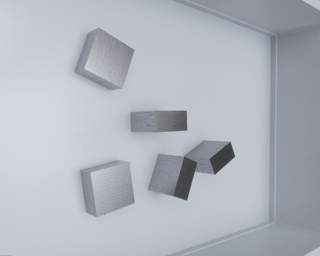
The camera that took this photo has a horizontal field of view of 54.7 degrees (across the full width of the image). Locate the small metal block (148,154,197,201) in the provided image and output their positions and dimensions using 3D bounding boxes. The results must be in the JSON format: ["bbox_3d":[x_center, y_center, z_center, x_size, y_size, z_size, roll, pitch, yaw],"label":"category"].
[{"bbox_3d":[0.016,0.063,0.404,0.025,0.050,0.050,28,73,-37],"label":"small metal block"}]

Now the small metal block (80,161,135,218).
[{"bbox_3d":[-0.060,0.068,0.357,0.050,0.025,0.050,-12,98,-39],"label":"small metal block"}]

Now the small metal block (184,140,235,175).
[{"bbox_3d":[0.072,0.041,0.450,0.050,0.050,0.025,-33,111,-35],"label":"small metal block"}]

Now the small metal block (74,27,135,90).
[{"bbox_3d":[-0.062,-0.077,0.354,0.050,0.025,0.050,25,74,-37],"label":"small metal block"}]

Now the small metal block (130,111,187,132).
[{"bbox_3d":[-0.002,-0.008,0.389,0.050,0.050,0.025,-3,92,-40],"label":"small metal block"}]
